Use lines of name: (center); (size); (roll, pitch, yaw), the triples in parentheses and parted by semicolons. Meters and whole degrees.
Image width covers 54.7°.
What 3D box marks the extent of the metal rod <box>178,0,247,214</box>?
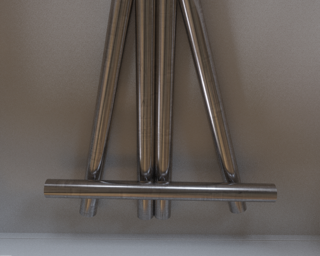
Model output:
metal rod: (0.074, -0.017, 0.404); (0.025, 0.025, 0.298); (-15, 110, 5)

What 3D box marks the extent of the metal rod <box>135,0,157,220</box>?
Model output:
metal rod: (-0.019, -0.011, 0.406); (0.025, 0.025, 0.298); (1, 110, -1)

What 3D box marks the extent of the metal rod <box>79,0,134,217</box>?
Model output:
metal rod: (-0.074, -0.013, 0.404); (0.025, 0.025, 0.298); (11, 110, -4)

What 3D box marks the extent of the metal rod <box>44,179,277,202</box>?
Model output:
metal rod: (0.001, 0.083, 0.413); (0.302, 0.025, 0.025); (1, 110, -1)

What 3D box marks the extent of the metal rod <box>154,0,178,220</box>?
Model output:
metal rod: (0.006, -0.011, 0.406); (0.025, 0.025, 0.298); (1, 110, 0)
